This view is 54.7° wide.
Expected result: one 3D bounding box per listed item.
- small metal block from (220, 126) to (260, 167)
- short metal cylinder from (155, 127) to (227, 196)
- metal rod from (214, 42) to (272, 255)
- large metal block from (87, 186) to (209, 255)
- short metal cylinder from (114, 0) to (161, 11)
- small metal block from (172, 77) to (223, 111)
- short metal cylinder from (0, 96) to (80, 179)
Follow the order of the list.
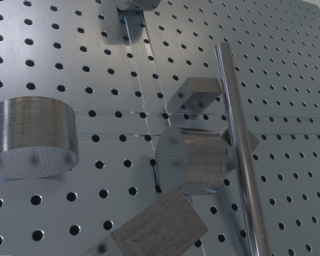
[{"bbox_3d":[0.111,0.022,0.455,0.050,0.025,0.050,45,51,3],"label":"small metal block"},{"bbox_3d":[0.034,0.040,0.367,0.050,0.080,0.080,4,60,-26],"label":"short metal cylinder"},{"bbox_3d":[0.109,0.018,0.421,0.025,0.025,0.299,4,69,-26],"label":"metal rod"},{"bbox_3d":[-0.014,0.109,0.299,0.081,0.080,0.050,-28,77,-37],"label":"large metal block"},{"bbox_3d":[-0.037,-0.229,0.492,0.050,0.080,0.080,-12,68,-33],"label":"short metal cylinder"},{"bbox_3d":[0.054,-0.049,0.450,0.050,0.050,0.025,-3,64,-30],"label":"small metal block"},{"bbox_3d":[-0.122,0.012,0.300,0.081,0.080,0.050,1,61,-28],"label":"short metal cylinder"}]
